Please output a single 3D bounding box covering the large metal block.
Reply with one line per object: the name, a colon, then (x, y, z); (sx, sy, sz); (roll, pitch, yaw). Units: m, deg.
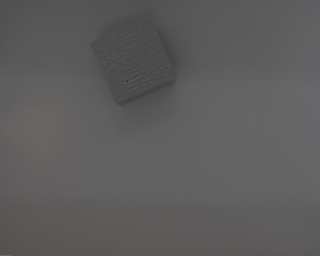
large metal block: (-0.032, -0.082, 0.398); (0.080, 0.050, 0.080); (-23, 90, 0)
